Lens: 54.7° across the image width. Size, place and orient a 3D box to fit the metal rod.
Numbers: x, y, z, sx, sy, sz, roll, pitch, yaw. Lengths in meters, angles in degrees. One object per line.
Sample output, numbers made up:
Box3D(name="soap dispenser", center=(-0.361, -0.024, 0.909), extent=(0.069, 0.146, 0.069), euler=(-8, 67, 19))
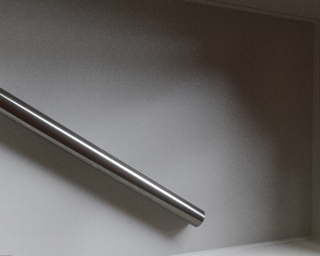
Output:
Box3D(name="metal rod", center=(-0.065, 0.046, 0.387), extent=(0.301, 0.025, 0.025), euler=(34, 79, -17))
